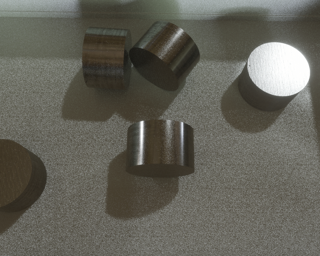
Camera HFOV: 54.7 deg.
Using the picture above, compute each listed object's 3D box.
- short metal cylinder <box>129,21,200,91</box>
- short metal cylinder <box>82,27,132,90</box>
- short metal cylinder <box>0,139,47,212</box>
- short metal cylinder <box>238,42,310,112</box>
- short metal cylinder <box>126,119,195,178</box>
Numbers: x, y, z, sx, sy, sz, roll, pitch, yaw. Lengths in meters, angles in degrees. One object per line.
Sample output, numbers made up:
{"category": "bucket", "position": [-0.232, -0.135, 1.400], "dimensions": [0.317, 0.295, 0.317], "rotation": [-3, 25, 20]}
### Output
{"category": "short metal cylinder", "position": [0.006, -0.095, 0.415], "dimensions": [0.080, 0.080, 0.050], "rotation": [33, 73, 11]}
{"category": "short metal cylinder", "position": [-0.068, -0.092, 0.413], "dimensions": [0.050, 0.080, 0.080], "rotation": [4, 70, 1]}
{"category": "short metal cylinder", "position": [-0.185, 0.059, 0.373], "dimensions": [0.081, 0.050, 0.080], "rotation": [0, 70, 0]}
{"category": "short metal cylinder", "position": [0.153, -0.069, 0.423], "dimensions": [0.081, 0.050, 0.080], "rotation": [0, 70, 0]}
{"category": "short metal cylinder", "position": [0.000, 0.027, 0.371], "dimensions": [0.081, 0.080, 0.050], "rotation": [1, 70, 0]}
